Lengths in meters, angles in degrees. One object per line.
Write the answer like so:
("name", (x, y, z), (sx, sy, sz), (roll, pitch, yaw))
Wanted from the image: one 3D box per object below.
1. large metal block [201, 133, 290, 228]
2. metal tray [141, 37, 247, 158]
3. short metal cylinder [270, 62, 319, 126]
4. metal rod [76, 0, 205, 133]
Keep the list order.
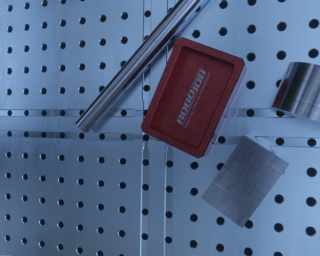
("large metal block", (0.098, 0.054, 0.349), (0.050, 0.080, 0.080), (35, 101, 16))
("metal tray", (0.042, -0.038, 0.395), (0.090, 0.030, 0.129), (25, 98, 18))
("short metal cylinder", (0.165, -0.031, 0.325), (0.080, 0.080, 0.050), (23, 98, 18))
("metal rod", (-0.013, -0.107, 0.416), (0.299, 0.025, 0.025), (-47, 76, 14))
